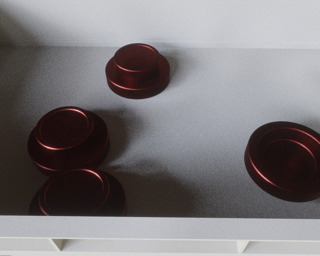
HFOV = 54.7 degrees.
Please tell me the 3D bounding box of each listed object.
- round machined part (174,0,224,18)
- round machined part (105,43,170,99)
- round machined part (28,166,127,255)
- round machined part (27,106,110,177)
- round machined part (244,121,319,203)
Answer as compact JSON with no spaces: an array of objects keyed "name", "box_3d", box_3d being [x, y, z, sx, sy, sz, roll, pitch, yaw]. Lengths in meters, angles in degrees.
[{"name":"round machined part","box_3d":[0.079,-0.265,0.619,0.099,0.042,0.098,0,50,0]},{"name":"round machined part","box_3d":[-0.034,-0.092,0.471,0.099,0.042,0.098,0,50,0]},{"name":"round machined part","box_3d":[-0.084,0.077,0.319,0.099,0.042,0.098,1,41,0]},{"name":"round machined part","box_3d":[-0.114,0.011,0.384,0.099,0.042,0.098,0,50,0]},{"name":"round machined part","box_3d":[0.147,0.042,0.360,0.099,0.042,0.098,0,50,0]}]
